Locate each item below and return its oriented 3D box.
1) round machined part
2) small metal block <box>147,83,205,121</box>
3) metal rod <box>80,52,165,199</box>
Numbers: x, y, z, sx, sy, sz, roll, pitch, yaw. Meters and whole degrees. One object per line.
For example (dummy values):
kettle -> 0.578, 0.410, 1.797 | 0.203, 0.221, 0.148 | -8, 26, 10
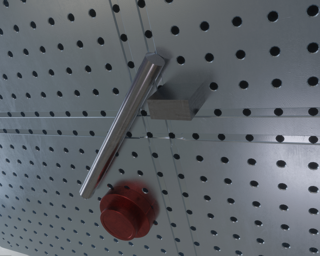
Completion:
round machined part -> -0.062, 0.152, 0.527 | 0.098, 0.042, 0.097 | 13, 124, 21
small metal block -> 0.020, -0.032, 0.365 | 0.050, 0.050, 0.025 | 3, 120, 27
metal rod -> -0.068, 0.017, 0.457 | 0.025, 0.025, 0.298 | 36, 129, 4
